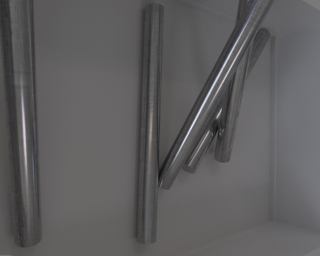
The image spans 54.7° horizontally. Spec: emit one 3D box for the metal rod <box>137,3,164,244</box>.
[{"bbox_3d":[-0.012,-0.007,0.396,0.025,0.025,0.298,3,88,-40],"label":"metal rod"}]

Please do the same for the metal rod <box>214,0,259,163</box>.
[{"bbox_3d":[0.102,-0.079,0.403,0.025,0.025,0.298,-26,132,-37],"label":"metal rod"}]

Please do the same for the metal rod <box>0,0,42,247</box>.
[{"bbox_3d":[-0.116,-0.034,0.258,0.025,0.025,0.298,-10,112,-40],"label":"metal rod"}]

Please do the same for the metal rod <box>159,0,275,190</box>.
[{"bbox_3d":[0.067,-0.052,0.366,0.025,0.025,0.298,11,114,-40],"label":"metal rod"}]

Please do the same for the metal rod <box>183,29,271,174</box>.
[{"bbox_3d":[0.114,-0.057,0.501,0.025,0.025,0.300,48,61,-29],"label":"metal rod"}]
